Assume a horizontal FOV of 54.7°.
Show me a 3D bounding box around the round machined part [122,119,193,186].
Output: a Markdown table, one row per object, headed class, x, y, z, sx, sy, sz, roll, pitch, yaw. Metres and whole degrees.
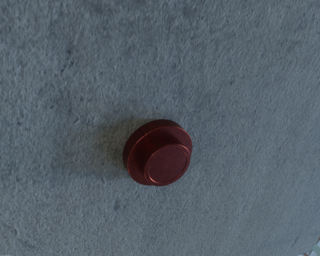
| class | x | y | z | sx | sy | sz | roll | pitch | yaw |
| --- | --- | --- | --- | --- | --- | --- | --- | --- | --- |
| round machined part | 0.002 | 0.040 | 0.424 | 0.099 | 0.042 | 0.097 | -14 | 125 | -21 |
